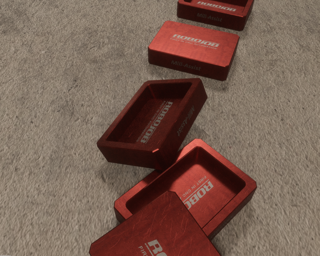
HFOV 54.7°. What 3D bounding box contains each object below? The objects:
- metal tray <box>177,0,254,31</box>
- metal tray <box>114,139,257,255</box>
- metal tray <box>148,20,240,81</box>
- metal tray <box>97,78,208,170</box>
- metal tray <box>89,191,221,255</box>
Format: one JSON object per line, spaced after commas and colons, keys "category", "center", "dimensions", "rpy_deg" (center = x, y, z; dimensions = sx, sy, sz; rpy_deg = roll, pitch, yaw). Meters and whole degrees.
{"category": "metal tray", "center": [0.109, -0.237, 0.600], "dimensions": [0.130, 0.030, 0.090], "rpy_deg": [18, 52, 14]}
{"category": "metal tray", "center": [0.028, 0.078, 0.334], "dimensions": [0.131, 0.030, 0.090], "rpy_deg": [-35, 59, -26]}
{"category": "metal tray", "center": [0.056, -0.130, 0.510], "dimensions": [0.131, 0.030, 0.090], "rpy_deg": [16, 52, 12]}
{"category": "metal tray", "center": [-0.007, -0.011, 0.386], "dimensions": [0.090, 0.030, 0.130], "rpy_deg": [3, 45, 34]}
{"category": "metal tray", "center": [0.012, 0.132, 0.263], "dimensions": [0.090, 0.030, 0.130], "rpy_deg": [-33, 68, -11]}
